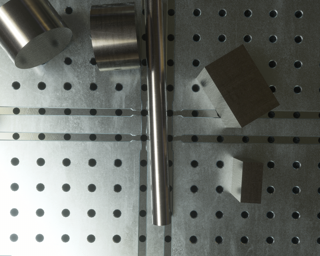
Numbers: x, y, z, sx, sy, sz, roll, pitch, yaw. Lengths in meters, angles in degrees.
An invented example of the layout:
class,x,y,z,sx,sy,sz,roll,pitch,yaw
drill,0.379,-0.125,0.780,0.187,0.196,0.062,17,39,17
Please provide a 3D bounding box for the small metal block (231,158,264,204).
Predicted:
class,x,y,z,sx,sy,sz,roll,pitch,yaw
small metal block,0.112,0.066,0.402,0.025,0.050,0.050,4,90,0

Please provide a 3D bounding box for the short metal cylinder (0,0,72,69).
class,x,y,z,sx,sy,sz,roll,pitch,yaw
short metal cylinder,-0.158,-0.118,0.384,0.080,0.080,0.050,-37,90,0

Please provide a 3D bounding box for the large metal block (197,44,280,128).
class,x,y,z,sx,sy,sz,roll,pitch,yaw
large metal block,0.092,-0.047,0.386,0.050,0.080,0.080,-31,90,0

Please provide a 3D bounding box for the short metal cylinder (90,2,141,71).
class,x,y,z,sx,sy,sz,roll,pitch,yaw
short metal cylinder,-0.052,-0.112,0.385,0.050,0.080,0.080,-5,90,0

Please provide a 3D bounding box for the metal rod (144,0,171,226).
class,x,y,z,sx,sy,sz,roll,pitch,yaw
metal rod,-0.003,-0.023,0.413,0.025,0.025,0.298,-2,90,0
